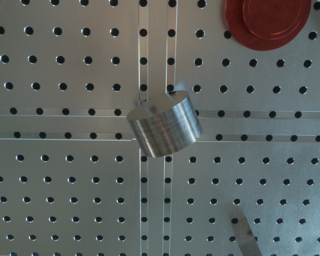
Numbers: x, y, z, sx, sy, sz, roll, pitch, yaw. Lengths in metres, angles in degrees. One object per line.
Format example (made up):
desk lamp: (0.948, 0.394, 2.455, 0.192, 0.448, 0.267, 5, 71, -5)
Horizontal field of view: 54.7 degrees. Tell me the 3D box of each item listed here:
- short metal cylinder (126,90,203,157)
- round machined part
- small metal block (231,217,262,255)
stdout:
short metal cylinder: (0.006, -0.007, 0.382, 0.080, 0.080, 0.050, -21, 109, 7)
round machined part: (0.124, -0.138, 0.355, 0.099, 0.042, 0.097, 0, 110, 0)
small metal block: (0.132, 0.173, 0.465, 0.025, 0.050, 0.050, -23, 109, 8)
